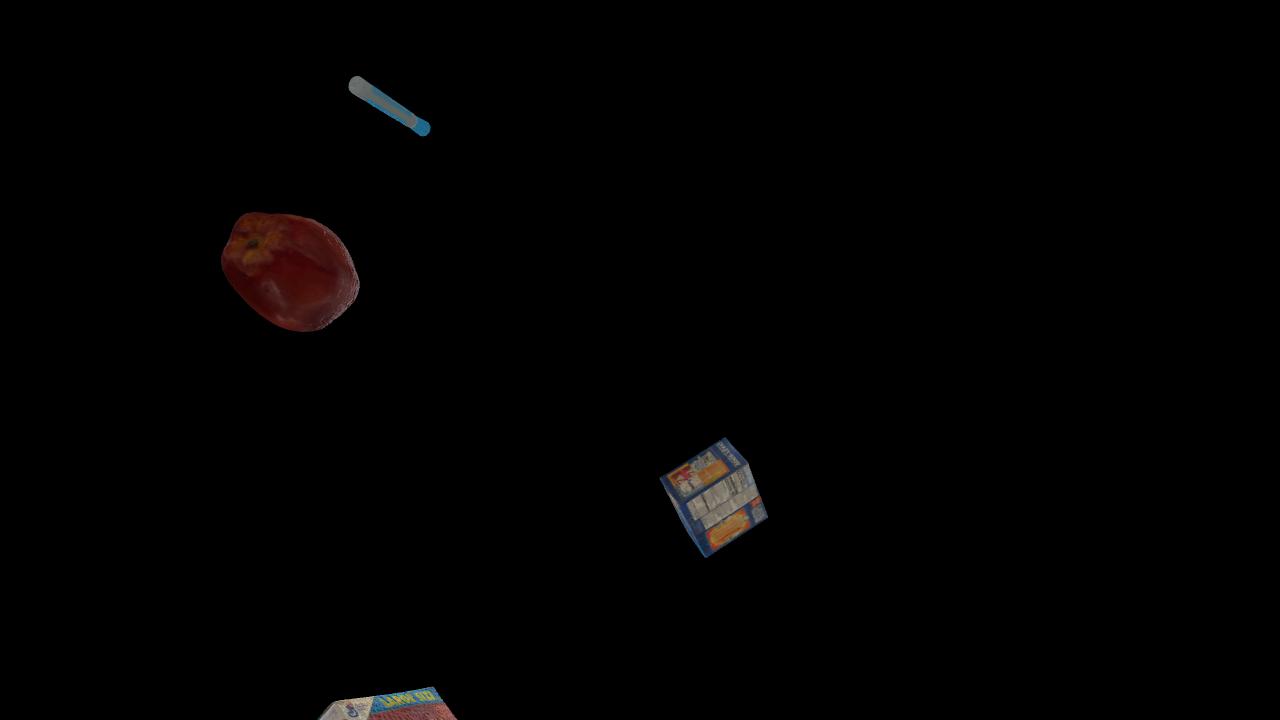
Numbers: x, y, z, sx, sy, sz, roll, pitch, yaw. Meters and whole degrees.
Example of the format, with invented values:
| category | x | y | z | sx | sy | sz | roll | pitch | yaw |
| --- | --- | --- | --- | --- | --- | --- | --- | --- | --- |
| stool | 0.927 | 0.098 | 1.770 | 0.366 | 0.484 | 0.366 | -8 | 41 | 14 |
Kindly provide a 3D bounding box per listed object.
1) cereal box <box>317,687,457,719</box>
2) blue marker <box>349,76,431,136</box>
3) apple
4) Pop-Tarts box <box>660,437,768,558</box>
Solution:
| category | x | y | z | sx | sy | sz | roll | pitch | yaw |
| --- | --- | --- | --- | --- | --- | --- | --- | --- | --- |
| cereal box | -0.217 | 0.504 | 0.666 | 0.306 | 0.081 | 0.203 | 39 | -10 | 27 |
| blue marker | -0.275 | -0.279 | 0.687 | 0.020 | 0.020 | 0.121 | 0 | -2 | 16 |
| apple | -0.240 | -0.060 | 0.427 | 0.079 | 0.079 | 0.093 | 0 | -15 | -3 |
| Pop-Tarts box | 0.134 | 0.247 | 1.099 | 0.141 | 0.167 | 0.083 | -31 | 39 | -7 |
